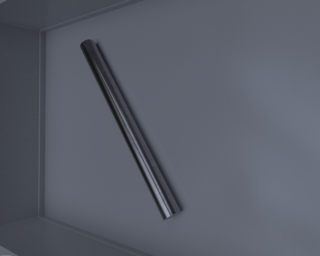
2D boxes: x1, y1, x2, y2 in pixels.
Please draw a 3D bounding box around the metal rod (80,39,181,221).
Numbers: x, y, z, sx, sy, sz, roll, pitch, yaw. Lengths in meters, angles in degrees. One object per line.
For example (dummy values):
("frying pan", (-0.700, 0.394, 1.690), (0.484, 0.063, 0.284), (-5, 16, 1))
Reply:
("metal rod", (-0.051, -0.011, 0.446), (0.025, 0.025, 0.299), (-42, 65, 31))
